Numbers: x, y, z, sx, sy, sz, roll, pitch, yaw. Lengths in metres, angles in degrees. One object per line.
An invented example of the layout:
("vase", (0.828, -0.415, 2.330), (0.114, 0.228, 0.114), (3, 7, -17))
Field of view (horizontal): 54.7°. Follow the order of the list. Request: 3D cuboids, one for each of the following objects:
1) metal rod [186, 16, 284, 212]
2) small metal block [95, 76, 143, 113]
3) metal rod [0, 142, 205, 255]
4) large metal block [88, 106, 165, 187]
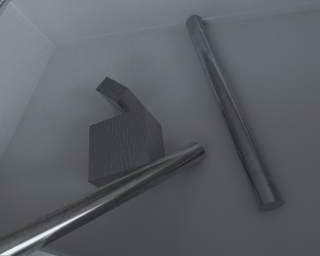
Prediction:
("metal rod", (0.080, -0.042, 0.388), (0.025, 0.025, 0.299), (-23, 53, 14))
("small metal block", (-0.056, -0.042, 0.443), (0.050, 0.050, 0.025), (32, 80, 37))
("metal rod", (-0.071, 0.075, 0.283), (0.302, 0.025, 0.025), (-22, 42, -35))
("large metal block", (-0.041, 0.029, 0.392), (0.080, 0.050, 0.080), (-19, 54, 17))
